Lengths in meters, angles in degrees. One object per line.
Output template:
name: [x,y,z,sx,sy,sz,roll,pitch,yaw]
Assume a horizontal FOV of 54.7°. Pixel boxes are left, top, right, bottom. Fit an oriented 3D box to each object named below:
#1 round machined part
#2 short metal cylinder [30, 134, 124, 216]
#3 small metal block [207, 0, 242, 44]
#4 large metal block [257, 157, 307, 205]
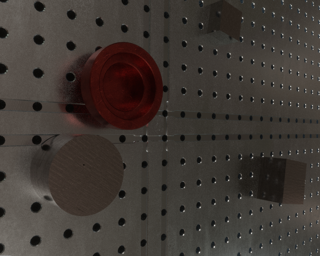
round machined part: [-0.047,-0.047,0.360,0.099,0.042,0.097,0,90,-40]
short metal cylinder: [-0.086,0.046,0.323,0.081,0.050,0.079,0,90,-40]
small metal block: [0.105,-0.170,0.500,0.050,0.025,0.050,12,82,-40]
large metal block: [0.235,0.101,0.594,0.081,0.050,0.080,13,82,-40]
